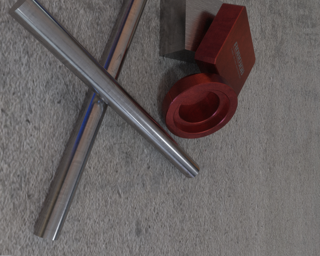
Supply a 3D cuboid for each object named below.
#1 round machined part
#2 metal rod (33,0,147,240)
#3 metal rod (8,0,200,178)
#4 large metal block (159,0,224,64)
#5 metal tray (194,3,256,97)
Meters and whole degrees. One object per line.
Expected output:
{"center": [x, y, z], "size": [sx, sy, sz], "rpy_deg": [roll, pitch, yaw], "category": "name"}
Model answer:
{"center": [0.049, -0.034, 0.414], "size": [0.098, 0.098, 0.042], "rpy_deg": [26, 31, -38], "category": "round machined part"}
{"center": [-0.070, -0.029, 0.347], "size": [0.025, 0.025, 0.299], "rpy_deg": [29, 72, -37], "category": "metal rod"}
{"center": [-0.034, -0.020, 0.349], "size": [0.300, 0.025, 0.025], "rpy_deg": [46, 62, -41], "category": "metal rod"}
{"center": [0.046, -0.137, 0.429], "size": [0.081, 0.050, 0.079], "rpy_deg": [2, 89, -40], "category": "large metal block"}
{"center": [0.098, -0.099, 0.444], "size": [0.090, 0.030, 0.130], "rpy_deg": [-62, 150, -10], "category": "metal tray"}
